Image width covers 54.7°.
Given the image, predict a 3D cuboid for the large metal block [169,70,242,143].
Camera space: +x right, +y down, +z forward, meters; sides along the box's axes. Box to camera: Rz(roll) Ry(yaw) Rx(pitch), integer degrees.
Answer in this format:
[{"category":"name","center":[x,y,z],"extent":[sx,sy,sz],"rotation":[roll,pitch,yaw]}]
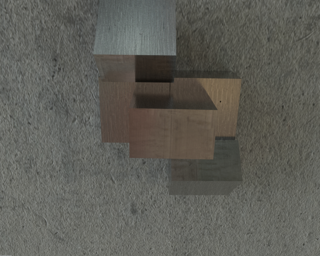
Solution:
[{"category":"large metal block","center":[0.051,-0.028,0.386],"extent":[0.081,0.050,0.079],"rotation":[1,110,-1]}]

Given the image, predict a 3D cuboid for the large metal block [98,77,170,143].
[{"category":"large metal block","center":[-0.030,-0.028,0.385],"extent":[0.081,0.050,0.079],"rotation":[1,110,-1]}]

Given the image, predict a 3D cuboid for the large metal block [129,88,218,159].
[{"category":"large metal block","center":[0.011,-0.008,0.326],"extent":[0.081,0.080,0.050],"rotation":[1,110,-1]}]

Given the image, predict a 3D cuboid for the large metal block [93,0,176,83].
[{"category":"large metal block","center":[-0.024,-0.098,0.339],"extent":[0.081,0.050,0.080],"rotation":[1,66,0]}]

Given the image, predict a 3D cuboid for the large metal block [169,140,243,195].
[{"category":"large metal block","center":[0.053,0.053,0.395],"extent":[0.081,0.080,0.050],"rotation":[0,66,-1]}]
